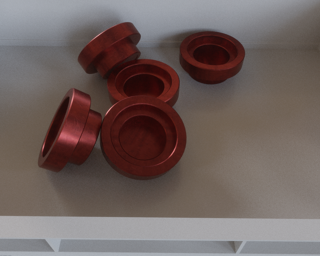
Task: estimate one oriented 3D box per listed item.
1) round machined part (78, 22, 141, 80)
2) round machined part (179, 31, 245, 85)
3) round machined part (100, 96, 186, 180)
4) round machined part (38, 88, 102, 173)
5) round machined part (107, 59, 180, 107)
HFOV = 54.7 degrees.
[{"bbox_3d":[-0.068,-0.108,0.459,0.099,0.098,0.042,-36,91,-26],"label":"round machined part"},{"bbox_3d":[0.079,-0.106,0.484,0.099,0.042,0.098,0,50,0],"label":"round machined part"},{"bbox_3d":[-0.022,0.014,0.368,0.099,0.042,0.098,5,68,-12],"label":"round machined part"},{"bbox_3d":[-0.102,0.006,0.363,0.042,0.098,0.098,24,45,-25],"label":"round machined part"},{"bbox_3d":[-0.023,-0.050,0.436,0.099,0.042,0.098,0,50,0],"label":"round machined part"}]
